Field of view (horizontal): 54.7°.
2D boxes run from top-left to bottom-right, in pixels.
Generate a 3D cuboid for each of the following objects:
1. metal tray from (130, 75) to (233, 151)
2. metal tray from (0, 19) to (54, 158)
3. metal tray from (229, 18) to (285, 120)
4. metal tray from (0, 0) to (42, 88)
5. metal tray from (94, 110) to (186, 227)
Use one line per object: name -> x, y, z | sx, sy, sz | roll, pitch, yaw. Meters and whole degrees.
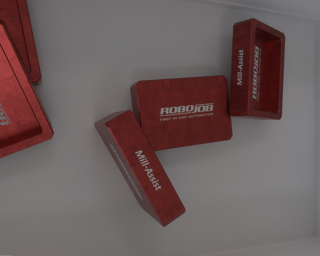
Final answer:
metal tray -> 0.031, -0.021, 0.419 | 0.131, 0.030, 0.089 | -7, 93, -20
metal tray -> -0.176, -0.033, 0.312 | 0.091, 0.030, 0.129 | -22, 121, -14
metal tray -> 0.141, -0.079, 0.442 | 0.091, 0.030, 0.129 | 4, 89, -41
metal tray -> -0.188, -0.107, 0.338 | 0.091, 0.030, 0.129 | -11, 94, -20
metal tray -> -0.027, 0.044, 0.365 | 0.030, 0.090, 0.130 | -31, 100, -17
